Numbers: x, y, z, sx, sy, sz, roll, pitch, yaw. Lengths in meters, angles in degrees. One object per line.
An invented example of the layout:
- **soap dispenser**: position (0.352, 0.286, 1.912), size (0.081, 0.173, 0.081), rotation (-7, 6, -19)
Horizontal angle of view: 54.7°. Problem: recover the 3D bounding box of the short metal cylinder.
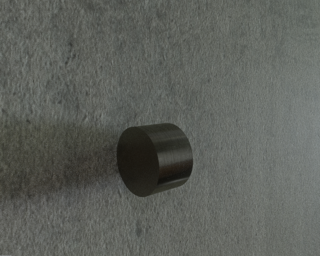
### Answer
- **short metal cylinder**: position (-0.008, 0.036, 0.364), size (0.050, 0.080, 0.079), rotation (-7, 95, -40)
